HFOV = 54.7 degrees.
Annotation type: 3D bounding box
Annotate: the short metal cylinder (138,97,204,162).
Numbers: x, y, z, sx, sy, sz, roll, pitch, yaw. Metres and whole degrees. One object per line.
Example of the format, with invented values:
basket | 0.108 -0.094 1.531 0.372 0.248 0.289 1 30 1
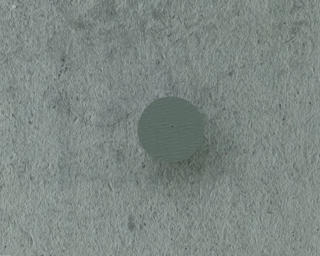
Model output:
short metal cylinder | 0.013 0.002 0.399 0.081 0.050 0.079 0 90 -1
